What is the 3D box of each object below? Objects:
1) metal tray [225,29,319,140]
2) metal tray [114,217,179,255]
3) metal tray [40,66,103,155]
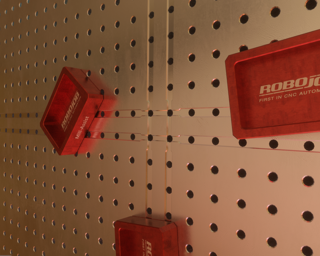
[{"bbox_3d":[0.131,-0.039,0.297,0.130,0.030,0.090,-8,85,39],"label":"metal tray"},{"bbox_3d":[-0.018,0.193,0.421,0.090,0.030,0.129,-6,86,40],"label":"metal tray"},{"bbox_3d":[-0.157,-0.028,0.537,0.090,0.030,0.129,46,118,30],"label":"metal tray"}]
